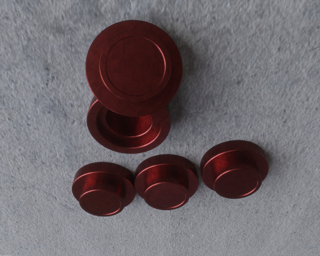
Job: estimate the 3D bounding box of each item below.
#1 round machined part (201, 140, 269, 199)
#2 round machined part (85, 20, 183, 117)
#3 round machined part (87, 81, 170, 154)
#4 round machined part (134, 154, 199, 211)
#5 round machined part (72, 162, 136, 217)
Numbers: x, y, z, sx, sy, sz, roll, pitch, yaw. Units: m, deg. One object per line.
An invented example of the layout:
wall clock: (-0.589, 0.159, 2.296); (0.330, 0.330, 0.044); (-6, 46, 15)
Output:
round machined part: (0.110, 0.067, 0.455); (0.099, 0.042, 0.097); (-1, 130, 0)
round machined part: (-0.025, -0.060, 0.313); (0.099, 0.042, 0.097); (0, 94, -7)
round machined part: (-0.037, -0.017, 0.381); (0.099, 0.042, 0.097); (-1, 130, 0)
round machined part: (0.010, 0.089, 0.472); (0.099, 0.042, 0.097); (-1, 130, 0)
round machined part: (-0.087, 0.101, 0.481); (0.099, 0.042, 0.097); (0, 130, 0)
